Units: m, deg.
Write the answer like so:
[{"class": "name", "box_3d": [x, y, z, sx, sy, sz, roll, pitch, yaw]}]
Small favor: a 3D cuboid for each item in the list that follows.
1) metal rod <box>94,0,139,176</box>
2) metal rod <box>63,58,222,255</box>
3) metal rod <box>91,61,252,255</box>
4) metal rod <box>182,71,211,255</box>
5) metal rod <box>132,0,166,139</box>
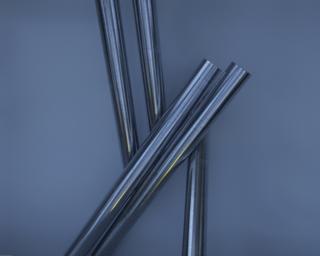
[{"class": "metal rod", "box_3d": [-0.045, -0.048, 0.352, 0.025, 0.025, 0.298, -6, 114, 0]}, {"class": "metal rod", "box_3d": [-0.028, 0.050, 0.369, 0.025, 0.025, 0.299, 36, 102, 0]}, {"class": "metal rod", "box_3d": [0.002, 0.054, 0.364, 0.025, 0.025, 0.299, 36, 109, 0]}, {"class": "metal rod", "box_3d": [0.042, 0.062, 0.349, 0.025, 0.025, 0.299, 6, 64, 0]}, {"class": "metal rod", "box_3d": [-0.010, -0.073, 0.346, 0.025, 0.025, 0.298, -6, 117, 0]}]
